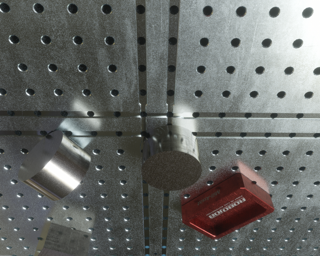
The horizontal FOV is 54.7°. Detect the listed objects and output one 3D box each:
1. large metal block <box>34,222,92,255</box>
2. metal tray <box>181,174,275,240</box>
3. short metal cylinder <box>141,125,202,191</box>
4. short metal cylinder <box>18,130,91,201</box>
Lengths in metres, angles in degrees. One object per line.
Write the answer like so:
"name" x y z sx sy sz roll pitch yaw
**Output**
"large metal block" -0.188 0.233 0.592 0.080 0.050 0.080 24 126 -19
"metal tray" 0.112 0.137 0.526 0.090 0.030 0.130 36 121 -27
"short metal cylinder" 0.015 0.042 0.432 0.081 0.050 0.079 0 130 0
"short metal cylinder" -0.141 0.050 0.416 0.080 0.080 0.050 -29 125 22
